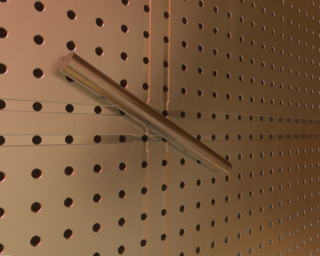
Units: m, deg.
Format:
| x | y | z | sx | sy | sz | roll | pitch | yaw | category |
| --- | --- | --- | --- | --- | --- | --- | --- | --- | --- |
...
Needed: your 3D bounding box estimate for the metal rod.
| x | y | z | sx | sy | sz | roll | pitch | yaw | category |
| --- | --- | --- | --- | --- | --- | --- | --- | --- | --- |
| 0.003 | -0.003 | 0.414 | 0.301 | 0.025 | 0.025 | 34 | 69 | -35 | metal rod |
